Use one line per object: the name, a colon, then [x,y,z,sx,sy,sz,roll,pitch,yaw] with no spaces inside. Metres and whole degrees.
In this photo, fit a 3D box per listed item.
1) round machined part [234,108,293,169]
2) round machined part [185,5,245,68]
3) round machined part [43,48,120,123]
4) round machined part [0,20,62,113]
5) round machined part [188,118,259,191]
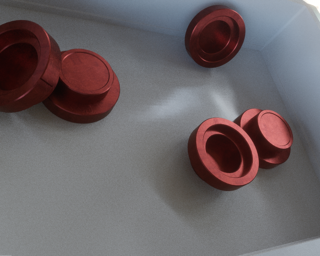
round machined part: [0.165,0.011,0.480,0.099,0.042,0.098,14,56,-21]
round machined part: [0.085,-0.152,0.507,0.099,0.097,0.042,4,34,-27]
round machined part: [-0.096,-0.058,0.379,0.099,0.042,0.098,14,56,-21]
round machined part: [-0.149,-0.062,0.331,0.098,0.042,0.098,-4,71,14]
round machined part: [0.080,0.038,0.416,0.099,0.042,0.098,14,56,-21]
